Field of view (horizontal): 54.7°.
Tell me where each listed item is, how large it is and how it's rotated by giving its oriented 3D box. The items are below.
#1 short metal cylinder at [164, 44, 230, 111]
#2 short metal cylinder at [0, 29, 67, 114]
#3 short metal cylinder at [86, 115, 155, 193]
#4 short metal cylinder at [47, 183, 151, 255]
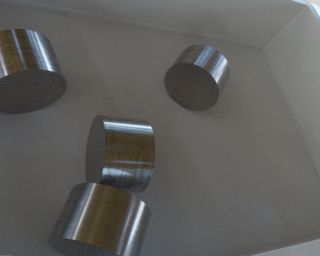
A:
[{"bbox_3d":[0.053,-0.071,0.442,0.080,0.080,0.050,36,51,-4],"label":"short metal cylinder"},{"bbox_3d":[-0.146,-0.057,0.326,0.081,0.080,0.050,-13,68,-33],"label":"short metal cylinder"},{"bbox_3d":[-0.045,0.028,0.329,0.050,0.080,0.080,6,59,-25],"label":"short metal cylinder"},{"bbox_3d":[-0.053,0.093,0.285,0.080,0.080,0.050,26,53,-12],"label":"short metal cylinder"}]
